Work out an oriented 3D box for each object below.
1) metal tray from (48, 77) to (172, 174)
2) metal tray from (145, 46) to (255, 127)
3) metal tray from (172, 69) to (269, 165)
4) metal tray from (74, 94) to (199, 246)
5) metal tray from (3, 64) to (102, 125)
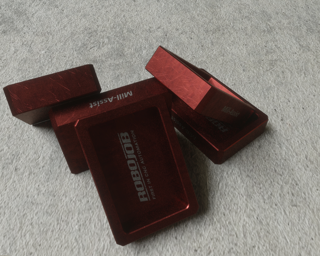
[{"bbox_3d":[-0.052,-0.002,0.363,0.131,0.089,0.030,-20,53,-16],"label":"metal tray"},{"bbox_3d":[0.053,-0.046,0.371,0.090,0.030,0.131,45,18,30],"label":"metal tray"},{"bbox_3d":[0.066,-0.022,0.420,0.091,0.030,0.130,-31,57,-24],"label":"metal tray"},{"bbox_3d":[-0.022,0.040,0.314,0.091,0.030,0.129,-20,98,-16],"label":"metal tray"},{"bbox_3d":[-0.123,-0.036,0.372,0.091,0.130,0.030,-19,92,-16],"label":"metal tray"}]
